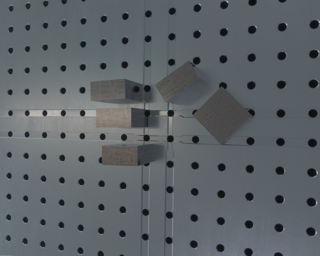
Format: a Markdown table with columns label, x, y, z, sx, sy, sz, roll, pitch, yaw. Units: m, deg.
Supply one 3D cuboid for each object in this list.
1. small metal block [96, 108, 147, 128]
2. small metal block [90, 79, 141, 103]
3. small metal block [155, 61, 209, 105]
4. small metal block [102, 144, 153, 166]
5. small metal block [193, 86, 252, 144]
| label | x | y | z | sx | sy | sz | roll | pitch | yaw |
| --- | --- | --- | --- | --- | --- | --- | --- | --- | --- |
| small metal block | -0.051 | -0.013 | 0.418 | 0.050 | 0.050 | 0.025 | 0 | 90 | 20 |
| small metal block | -0.059 | -0.049 | 0.421 | 0.050 | 0.050 | 0.025 | -1 | 90 | 20 |
| small metal block | 0.029 | -0.055 | 0.390 | 0.050 | 0.050 | 0.025 | -34 | 79 | 17 |
| small metal block | -0.043 | 0.035 | 0.415 | 0.050 | 0.050 | 0.025 | -1 | 90 | 20 |
| small metal block | 0.078 | -0.015 | 0.385 | 0.050 | 0.025 | 0.050 | -46 | 76 | 14 |
